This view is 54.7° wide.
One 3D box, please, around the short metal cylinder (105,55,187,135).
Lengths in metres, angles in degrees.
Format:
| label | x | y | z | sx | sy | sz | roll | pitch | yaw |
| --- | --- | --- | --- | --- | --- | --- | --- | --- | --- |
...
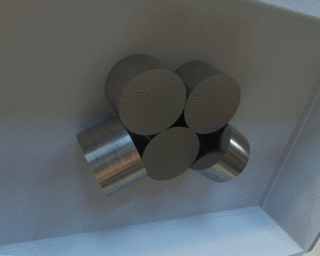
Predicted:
| label | x | y | z | sx | sy | sz | roll | pitch | yaw |
| --- | --- | --- | --- | --- | --- | --- | --- | --- | --- |
| short metal cylinder | -0.017 | -0.038 | 0.357 | 0.081 | 0.050 | 0.079 | -14 | 124 | -21 |

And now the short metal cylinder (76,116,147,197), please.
| label | x | y | z | sx | sy | sz | roll | pitch | yaw |
| --- | --- | --- | --- | --- | --- | --- | --- | --- | --- |
| short metal cylinder | -0.056 | 0.032 | 0.360 | 0.050 | 0.080 | 0.080 | -27 | 128 | -11 |

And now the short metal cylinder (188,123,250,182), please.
| label | x | y | z | sx | sy | sz | roll | pitch | yaw |
| --- | --- | --- | --- | --- | --- | --- | --- | --- | --- |
| short metal cylinder | 0.076 | 0.030 | 0.430 | 0.050 | 0.080 | 0.080 | 34 | 99 | -38 |

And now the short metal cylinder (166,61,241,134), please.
| label | x | y | z | sx | sy | sz | roll | pitch | yaw |
| --- | --- | --- | --- | --- | --- | --- | --- | --- | --- |
| short metal cylinder | 0.054 | -0.039 | 0.396 | 0.081 | 0.050 | 0.079 | -14 | 124 | -21 |

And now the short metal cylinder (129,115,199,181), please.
| label | x | y | z | sx | sy | sz | roll | pitch | yaw |
| --- | --- | --- | --- | --- | --- | --- | --- | --- | --- |
| short metal cylinder | 0.004 | 0.021 | 0.406 | 0.081 | 0.050 | 0.079 | -14 | 124 | -21 |
